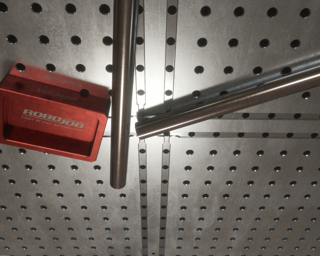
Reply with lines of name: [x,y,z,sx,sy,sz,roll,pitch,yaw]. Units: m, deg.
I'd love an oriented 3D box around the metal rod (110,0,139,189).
metal rod: [-0.048,-0.027,0.387,0.025,0.025,0.298,5,130,-5]

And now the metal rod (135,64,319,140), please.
metal rod: [0.112,-0.039,0.380,0.301,0.025,0.025,-17,128,13]

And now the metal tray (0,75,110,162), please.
metal tray: [-0.138,-0.008,0.399,0.131,0.030,0.089,14,129,-12]
